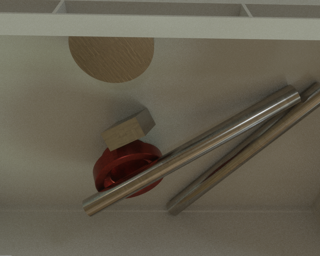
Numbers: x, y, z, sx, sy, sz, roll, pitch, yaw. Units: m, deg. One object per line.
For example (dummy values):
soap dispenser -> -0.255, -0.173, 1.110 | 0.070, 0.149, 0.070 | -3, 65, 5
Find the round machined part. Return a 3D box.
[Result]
round machined part -> -0.044, 0.053, 0.430 | 0.099, 0.042, 0.097 | -13, 138, -12

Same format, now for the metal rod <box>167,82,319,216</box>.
metal rod -> 0.110, 0.046, 0.449 | 0.025, 0.025, 0.299 | 29, 124, -23

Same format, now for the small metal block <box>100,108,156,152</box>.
small metal block -> -0.039, 0.001, 0.389 | 0.050, 0.050, 0.025 | -24, 99, 19

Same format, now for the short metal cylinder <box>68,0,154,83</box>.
short metal cylinder -> -0.046, -0.093, 0.313 | 0.081, 0.050, 0.079 | 0, 131, 0

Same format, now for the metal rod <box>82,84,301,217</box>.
metal rod -> 0.034, 0.032, 0.394 | 0.301, 0.025, 0.025 | -30, 125, 6
